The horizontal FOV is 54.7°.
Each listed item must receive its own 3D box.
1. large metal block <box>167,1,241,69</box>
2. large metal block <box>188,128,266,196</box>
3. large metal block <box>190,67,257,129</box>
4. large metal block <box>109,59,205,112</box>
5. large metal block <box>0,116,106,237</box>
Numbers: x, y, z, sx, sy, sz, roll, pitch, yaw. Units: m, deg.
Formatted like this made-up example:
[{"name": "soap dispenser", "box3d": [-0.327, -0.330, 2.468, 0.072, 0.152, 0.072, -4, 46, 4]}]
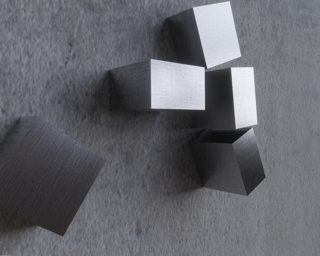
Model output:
[{"name": "large metal block", "box3d": [0.065, -0.130, 0.445, 0.081, 0.050, 0.080, -26, 107, -37]}, {"name": "large metal block", "box3d": [0.097, 0.046, 0.453, 0.050, 0.080, 0.080, -31, 110, -36]}, {"name": "large metal block", "box3d": [0.088, -0.041, 0.445, 0.050, 0.080, 0.079, -10, 97, -40]}, {"name": "large metal block", "box3d": [-0.004, -0.046, 0.367, 0.081, 0.080, 0.050, -1, 91, -40]}, {"name": "large metal block", "box3d": [-0.113, 0.044, 0.295, 0.080, 0.050, 0.080, 41, 65, -33]}]
